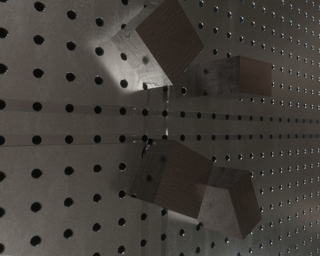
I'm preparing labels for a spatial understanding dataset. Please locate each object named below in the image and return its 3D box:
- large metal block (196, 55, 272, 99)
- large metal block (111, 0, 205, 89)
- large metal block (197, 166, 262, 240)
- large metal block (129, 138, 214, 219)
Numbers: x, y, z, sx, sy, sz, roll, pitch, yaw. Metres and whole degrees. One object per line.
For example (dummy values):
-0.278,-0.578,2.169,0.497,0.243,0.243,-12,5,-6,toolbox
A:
0.111,-0.072,0.469,0.081,0.080,0.050,0,90,-40,large metal block
0.000,-0.109,0.394,0.080,0.050,0.080,-53,121,-27,large metal block
0.092,0.105,0.453,0.050,0.080,0.080,-31,110,-36,large metal block
0.017,0.067,0.409,0.080,0.050,0.080,30,71,-36,large metal block
